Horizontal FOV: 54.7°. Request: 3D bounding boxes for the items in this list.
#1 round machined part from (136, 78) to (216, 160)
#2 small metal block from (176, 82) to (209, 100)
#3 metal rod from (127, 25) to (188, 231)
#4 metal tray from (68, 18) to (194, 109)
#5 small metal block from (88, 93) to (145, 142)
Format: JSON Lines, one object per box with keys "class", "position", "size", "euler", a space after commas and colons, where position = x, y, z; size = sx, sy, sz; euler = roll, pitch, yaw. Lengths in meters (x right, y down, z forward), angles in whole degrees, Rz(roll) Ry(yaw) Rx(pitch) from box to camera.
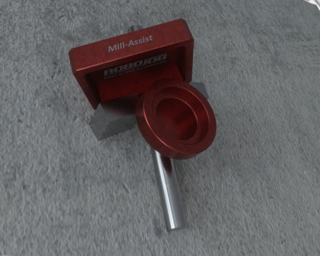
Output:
{"class": "round machined part", "position": [0.016, -0.007, 0.373], "size": [0.099, 0.042, 0.098], "euler": [14, 59, -24]}
{"class": "small metal block", "position": [0.031, -0.040, 0.432], "size": [0.050, 0.050, 0.025], "euler": [-2, 63, -29]}
{"class": "metal rod", "position": [-0.009, -0.018, 0.413], "size": [0.025, 0.025, 0.299], "euler": [2, 61, -28]}
{"class": "metal tray", "position": [-0.028, -0.070, 0.363], "size": [0.131, 0.090, 0.030], "euler": [-17, 67, -4]}
{"class": "small metal block", "position": [-0.051, -0.013, 0.370], "size": [0.050, 0.050, 0.025], "euler": [-21, 73, -36]}
